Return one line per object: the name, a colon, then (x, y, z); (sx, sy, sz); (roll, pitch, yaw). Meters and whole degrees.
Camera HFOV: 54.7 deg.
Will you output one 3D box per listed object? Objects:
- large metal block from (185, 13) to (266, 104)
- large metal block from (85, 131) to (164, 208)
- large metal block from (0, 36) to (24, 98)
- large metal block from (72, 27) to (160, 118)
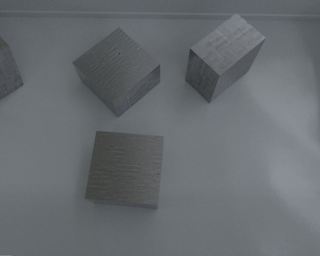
large metal block: (0.083, -0.090, 0.414); (0.080, 0.080, 0.050); (-40, 75, -13)
large metal block: (-0.039, 0.052, 0.377); (0.080, 0.050, 0.080); (5, 70, 1)
large metal block: (-0.235, -0.094, 0.408); (0.080, 0.080, 0.050); (44, 63, 14)
large metal block: (-0.057, -0.075, 0.423); (0.080, 0.050, 0.080); (-42, 76, -14)
